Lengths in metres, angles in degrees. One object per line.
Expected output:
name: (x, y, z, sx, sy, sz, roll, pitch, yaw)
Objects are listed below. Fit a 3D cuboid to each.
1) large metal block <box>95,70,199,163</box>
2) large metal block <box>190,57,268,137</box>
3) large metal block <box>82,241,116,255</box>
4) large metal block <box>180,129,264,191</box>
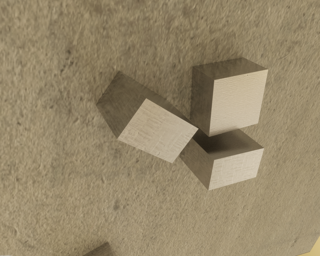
large metal block: (-0.017, -0.013, 0.355, 0.080, 0.080, 0.050, 28, 103, -38)
large metal block: (0.089, -0.043, 0.415, 0.081, 0.050, 0.079, -14, 125, -21)
large metal block: (-0.097, 0.240, 0.487, 0.080, 0.050, 0.080, -27, 128, -12)
large metal block: (0.085, 0.036, 0.442, 0.081, 0.080, 0.050, -10, 123, -24)
